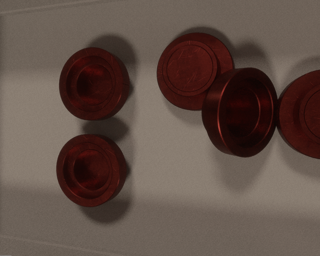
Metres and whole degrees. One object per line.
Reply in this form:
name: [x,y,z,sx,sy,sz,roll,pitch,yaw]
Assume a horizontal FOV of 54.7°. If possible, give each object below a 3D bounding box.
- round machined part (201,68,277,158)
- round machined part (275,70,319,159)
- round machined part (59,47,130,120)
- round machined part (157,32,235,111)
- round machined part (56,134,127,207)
round machined part: [0.086,-0.018,0.351,0.042,0.099,0.097,9,94,55]
round machined part: [0.178,-0.015,0.330,0.098,0.042,0.097,0,91,9]
round machined part: [-0.086,-0.059,0.431,0.098,0.042,0.097,0,90,19]
round machined part: [0.042,-0.071,0.386,0.098,0.042,0.097,0,90,19]
round machined part: [-0.091,0.057,0.432,0.098,0.042,0.097,0,90,19]
